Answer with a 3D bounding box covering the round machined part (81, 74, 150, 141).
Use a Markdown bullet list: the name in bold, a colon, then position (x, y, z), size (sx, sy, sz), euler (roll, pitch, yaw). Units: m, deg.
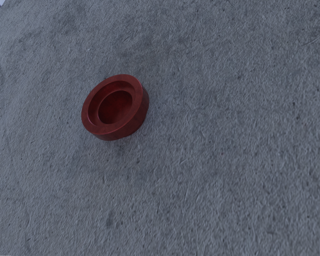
- **round machined part**: position (-0.059, -0.025, 0.440), size (0.098, 0.042, 0.098), euler (-13, 56, 21)
